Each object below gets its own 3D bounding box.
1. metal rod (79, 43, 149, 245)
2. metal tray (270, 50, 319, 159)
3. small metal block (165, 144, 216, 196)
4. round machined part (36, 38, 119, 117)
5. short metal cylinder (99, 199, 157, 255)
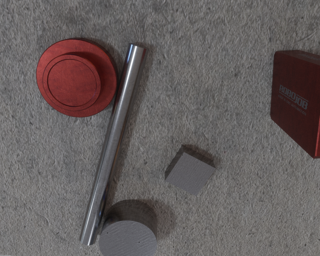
[{"bbox_3d":[-0.067,0.035,0.422,0.025,0.025,0.298,15,109,-6],"label":"metal rod"},{"bbox_3d":[0.161,-0.033,0.343,0.030,0.130,0.089,-3,110,1],"label":"metal tray"},{"bbox_3d":[0.041,0.059,0.432,0.050,0.025,0.050,28,108,-10],"label":"small metal block"},{"bbox_3d":[-0.102,-0.059,0.378,0.099,0.042,0.097,0,110,0],"label":"round machined part"},{"bbox_3d":[-0.044,0.153,0.452,0.081,0.050,0.079,0,110,0],"label":"short metal cylinder"}]
